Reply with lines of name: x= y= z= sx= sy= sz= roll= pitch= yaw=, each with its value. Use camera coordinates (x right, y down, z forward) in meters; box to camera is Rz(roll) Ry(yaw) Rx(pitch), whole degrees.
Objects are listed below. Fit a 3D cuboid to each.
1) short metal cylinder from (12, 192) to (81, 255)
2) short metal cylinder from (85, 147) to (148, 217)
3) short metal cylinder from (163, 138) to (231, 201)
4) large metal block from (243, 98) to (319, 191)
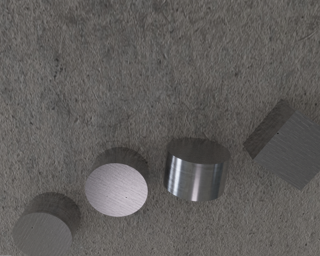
short metal cylinder: x=-0.161 y=0.141 z=0.447 sx=0.081 sy=0.050 sz=0.079 roll=0 pitch=110 yaw=0
short metal cylinder: x=-0.056 y=0.072 z=0.423 sx=0.081 sy=0.050 sz=0.079 roll=0 pitch=110 yaw=0
short metal cylinder: x=0.047 y=0.051 z=0.400 sx=0.081 sy=0.080 sz=0.050 roll=5 pitch=110 yaw=-2
large metal block: x=0.172 y=0.021 z=0.406 sx=0.080 sy=0.050 sz=0.080 roll=32 pitch=107 yaw=-12
